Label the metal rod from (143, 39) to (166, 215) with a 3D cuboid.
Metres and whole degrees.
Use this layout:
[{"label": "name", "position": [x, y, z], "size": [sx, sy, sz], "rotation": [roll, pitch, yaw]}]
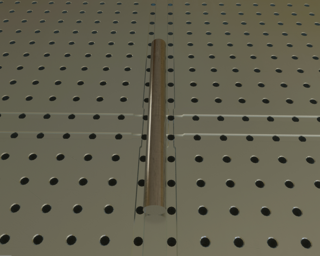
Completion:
[{"label": "metal rod", "position": [-0.004, -0.026, 0.430], "size": [0.025, 0.025, 0.300], "rotation": [1, 50, 0]}]
